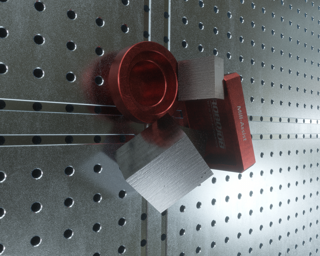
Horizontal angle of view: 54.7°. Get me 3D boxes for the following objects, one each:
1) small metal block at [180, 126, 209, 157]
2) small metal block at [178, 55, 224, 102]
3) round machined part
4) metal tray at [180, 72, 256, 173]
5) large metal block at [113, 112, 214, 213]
[{"bbox_3d":[0.037,0.026,0.436,0.050,0.025,0.050,14,86,-28],"label":"small metal block"},{"bbox_3d":[0.051,-0.059,0.384,0.025,0.050,0.050,0,89,-55],"label":"small metal block"},{"bbox_3d":[-0.021,-0.054,0.382,0.099,0.042,0.097,0,90,-40],"label":"round machined part"},{"bbox_3d":[0.077,-0.006,0.434,0.030,0.090,0.129,-23,105,-38],"label":"metal tray"},{"bbox_3d":[0.005,0.043,0.370,0.080,0.050,0.080,-37,130,0],"label":"large metal block"}]
